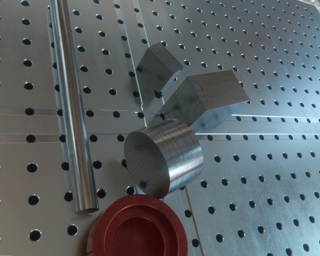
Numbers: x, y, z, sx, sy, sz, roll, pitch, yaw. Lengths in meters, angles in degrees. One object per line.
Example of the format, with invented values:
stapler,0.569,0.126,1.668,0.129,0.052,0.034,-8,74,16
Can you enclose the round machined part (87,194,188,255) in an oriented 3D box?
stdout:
round machined part,-0.025,0.120,0.312,0.099,0.042,0.098,14,56,-21

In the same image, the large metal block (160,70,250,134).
large metal block,0.060,-0.032,0.427,0.081,0.080,0.050,-14,70,-34

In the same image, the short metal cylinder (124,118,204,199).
short metal cylinder,0.003,0.034,0.355,0.050,0.080,0.080,-21,74,-36

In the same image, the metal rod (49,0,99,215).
metal rod,-0.109,-0.046,0.378,0.025,0.025,0.299,0,62,-29

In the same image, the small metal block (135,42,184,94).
small metal block,-0.001,-0.086,0.445,0.050,0.050,0.025,47,51,4
